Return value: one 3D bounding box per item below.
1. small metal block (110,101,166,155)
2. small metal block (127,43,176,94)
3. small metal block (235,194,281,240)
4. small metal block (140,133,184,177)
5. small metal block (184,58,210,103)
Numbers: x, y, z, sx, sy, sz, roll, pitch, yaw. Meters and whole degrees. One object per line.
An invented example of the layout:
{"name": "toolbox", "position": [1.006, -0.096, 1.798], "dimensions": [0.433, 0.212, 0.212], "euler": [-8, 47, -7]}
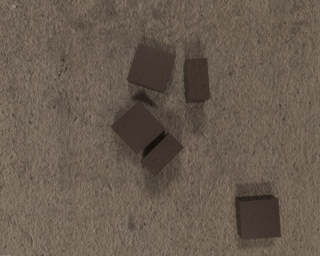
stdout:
{"name": "small metal block", "position": [-0.028, 0.000, 0.410], "dimensions": [0.050, 0.025, 0.050], "euler": [-43, 91, 0]}
{"name": "small metal block", "position": [-0.011, -0.078, 0.410], "dimensions": [0.050, 0.025, 0.050], "euler": [19, 90, -1]}
{"name": "small metal block", "position": [0.130, 0.118, 0.412], "dimensions": [0.050, 0.025, 0.050], "euler": [-4, 90, -1]}
{"name": "small metal block", "position": [0.003, 0.032, 0.398], "dimensions": [0.050, 0.050, 0.025], "euler": [-45, 91, 0]}
{"name": "small metal block", "position": [0.046, -0.059, 0.398], "dimensions": [0.025, 0.050, 0.050], "euler": [-4, 90, 0]}
